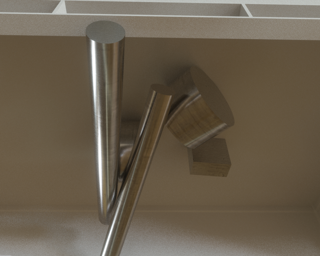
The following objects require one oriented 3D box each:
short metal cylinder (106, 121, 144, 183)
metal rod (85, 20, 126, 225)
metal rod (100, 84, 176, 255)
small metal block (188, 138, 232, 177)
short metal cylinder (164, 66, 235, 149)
[{"bbox_3d":[-0.044,0.030,0.398,0.050,0.080,0.079,1,130,-2],"label":"short metal cylinder"},{"bbox_3d":[-0.054,0.031,0.313,0.025,0.025,0.298,5,141,-5],"label":"metal rod"},{"bbox_3d":[-0.039,0.087,0.370,0.025,0.025,0.298,13,119,-11],"label":"metal rod"},{"bbox_3d":[0.066,0.039,0.427,0.050,0.050,0.025,5,130,-5],"label":"small metal block"},{"bbox_3d":[0.041,-0.023,0.354,0.050,0.080,0.080,-35,122,25],"label":"short metal cylinder"}]
